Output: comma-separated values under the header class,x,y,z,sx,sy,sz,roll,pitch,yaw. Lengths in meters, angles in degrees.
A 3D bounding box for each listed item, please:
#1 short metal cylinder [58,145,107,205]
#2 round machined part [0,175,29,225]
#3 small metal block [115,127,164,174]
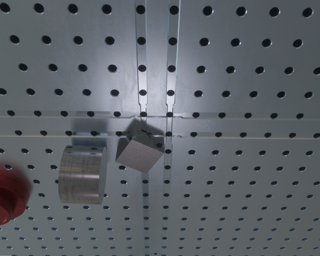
class,x,y,z,sx,sy,sz,roll,pitch,yaw
short metal cylinder,-0.104,0.064,0.429,0.050,0.080,0.079,3,130,-3
round machined part,-0.270,0.122,0.501,0.099,0.042,0.097,0,130,0
small metal block,-0.028,0.033,0.439,0.050,0.025,0.050,25,126,-20
